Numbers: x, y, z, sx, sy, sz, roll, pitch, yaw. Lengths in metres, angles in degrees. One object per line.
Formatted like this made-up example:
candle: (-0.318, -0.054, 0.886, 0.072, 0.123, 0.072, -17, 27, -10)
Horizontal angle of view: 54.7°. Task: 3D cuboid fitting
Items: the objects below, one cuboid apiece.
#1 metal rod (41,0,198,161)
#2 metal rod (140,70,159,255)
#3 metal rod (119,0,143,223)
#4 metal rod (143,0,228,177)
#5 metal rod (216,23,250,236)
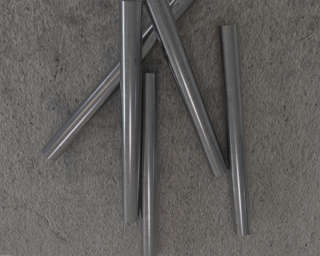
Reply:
metal rod: (-0.049, -0.068, 0.383, 0.025, 0.025, 0.299, 41, 105, -14)
metal rod: (-0.015, 0.070, 0.435, 0.025, 0.025, 0.298, 0, 110, 0)
metal rod: (-0.037, -0.001, 0.391, 0.025, 0.025, 0.298, 2, 117, -1)
metal rod: (0.028, -0.062, 0.367, 0.025, 0.025, 0.299, -21, 116, 7)
metal rod: (0.101, 0.016, 0.416, 0.025, 0.025, 0.298, -8, 110, 3)
